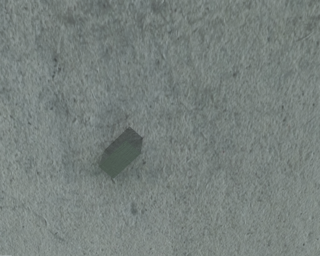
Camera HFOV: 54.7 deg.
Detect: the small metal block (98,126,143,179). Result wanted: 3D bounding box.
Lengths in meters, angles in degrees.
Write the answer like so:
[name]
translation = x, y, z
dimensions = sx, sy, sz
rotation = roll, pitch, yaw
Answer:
[small metal block]
translation = -0.050, 0.031, 0.407
dimensions = 0.050, 0.050, 0.025
rotation = -43, 105, 14
